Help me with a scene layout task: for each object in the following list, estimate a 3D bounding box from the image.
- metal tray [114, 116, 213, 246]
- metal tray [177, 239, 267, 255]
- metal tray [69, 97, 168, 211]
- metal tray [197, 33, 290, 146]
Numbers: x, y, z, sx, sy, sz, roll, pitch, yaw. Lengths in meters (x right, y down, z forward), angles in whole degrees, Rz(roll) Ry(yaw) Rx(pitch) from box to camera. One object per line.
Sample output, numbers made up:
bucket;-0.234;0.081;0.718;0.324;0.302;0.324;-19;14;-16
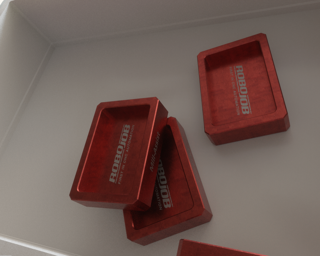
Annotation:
metal tray;-0.002;0.059;0.366;0.090;0.030;0.130;-25;53;12
metal tray;0.087;0.122;0.243;0.130;0.090;0.030;1;63;28
metal tray;-0.046;0.028;0.368;0.090;0.030;0.130;-3;60;26
metal tray;0.097;-0.049;0.380;0.090;0.030;0.130;-14;56;20
